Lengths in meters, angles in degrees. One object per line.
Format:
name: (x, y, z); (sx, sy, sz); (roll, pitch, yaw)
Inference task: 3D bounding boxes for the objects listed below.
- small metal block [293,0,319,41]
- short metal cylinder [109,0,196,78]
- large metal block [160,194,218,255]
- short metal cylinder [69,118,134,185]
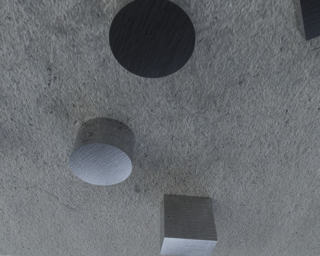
small metal block: (0.162, -0.122, 0.305); (0.050, 0.025, 0.050); (-19, 128, 15)
short metal cylinder: (-0.007, -0.097, 0.308); (0.081, 0.050, 0.079); (0, 130, 0)
large metal block: (0.043, 0.158, 0.506); (0.081, 0.080, 0.050); (6, 130, -5)
short metal cylinder: (-0.076, 0.032, 0.418); (0.081, 0.050, 0.079); (0, 130, 0)
